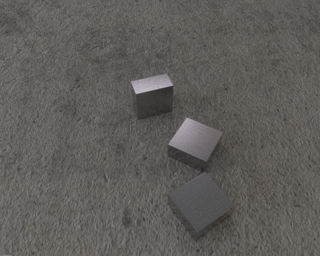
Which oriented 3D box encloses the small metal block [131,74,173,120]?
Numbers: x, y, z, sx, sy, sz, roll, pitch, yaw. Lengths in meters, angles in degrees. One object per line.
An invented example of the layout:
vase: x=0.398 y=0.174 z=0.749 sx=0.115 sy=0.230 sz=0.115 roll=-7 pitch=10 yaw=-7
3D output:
small metal block: x=-0.010 y=-0.042 z=0.422 sx=0.050 sy=0.050 sz=0.025 roll=-15 pitch=52 yaw=-12

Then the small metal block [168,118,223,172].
small metal block: x=0.044 y=0.021 z=0.386 sx=0.050 sy=0.025 sz=0.050 roll=24 pitch=54 yaw=18

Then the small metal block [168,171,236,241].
small metal block: x=0.043 y=0.083 z=0.333 sx=0.050 sy=0.025 sz=0.050 roll=-27 pitch=55 yaw=-21
